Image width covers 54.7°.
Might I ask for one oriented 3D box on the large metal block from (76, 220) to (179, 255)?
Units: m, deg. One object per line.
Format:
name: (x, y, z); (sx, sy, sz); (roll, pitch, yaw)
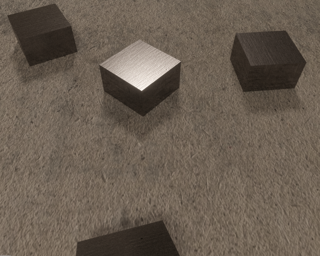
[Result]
large metal block: (-0.024, 0.126, 0.255); (0.081, 0.050, 0.080); (-11, 10, -10)

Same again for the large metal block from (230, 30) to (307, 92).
large metal block: (0.162, -0.104, 0.476); (0.081, 0.050, 0.080); (-4, 50, -4)

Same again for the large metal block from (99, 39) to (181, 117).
large metal block: (-0.027, -0.075, 0.449); (0.080, 0.050, 0.080); (34, 57, 25)

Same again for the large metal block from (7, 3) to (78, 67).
large metal block: (-0.195, -0.157, 0.516); (0.081, 0.050, 0.080); (-24, 54, -19)
